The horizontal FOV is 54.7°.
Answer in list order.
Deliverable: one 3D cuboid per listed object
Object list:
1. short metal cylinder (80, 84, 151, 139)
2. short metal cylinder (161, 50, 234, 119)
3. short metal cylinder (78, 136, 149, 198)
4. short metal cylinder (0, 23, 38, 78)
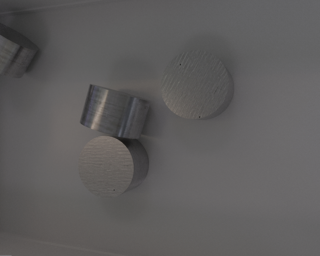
[{"bbox_3d":[-0.057,-0.022,0.402,0.080,0.080,0.050,18,96,19],"label":"short metal cylinder"},{"bbox_3d":[0.047,-0.050,0.380,0.080,0.050,0.080,0,90,20],"label":"short metal cylinder"},{"bbox_3d":[-0.062,0.050,0.419,0.080,0.050,0.080,0,90,20],"label":"short metal cylinder"},{"bbox_3d":[-0.233,-0.118,0.464,0.080,0.080,0.050,39,103,16],"label":"short metal cylinder"}]
